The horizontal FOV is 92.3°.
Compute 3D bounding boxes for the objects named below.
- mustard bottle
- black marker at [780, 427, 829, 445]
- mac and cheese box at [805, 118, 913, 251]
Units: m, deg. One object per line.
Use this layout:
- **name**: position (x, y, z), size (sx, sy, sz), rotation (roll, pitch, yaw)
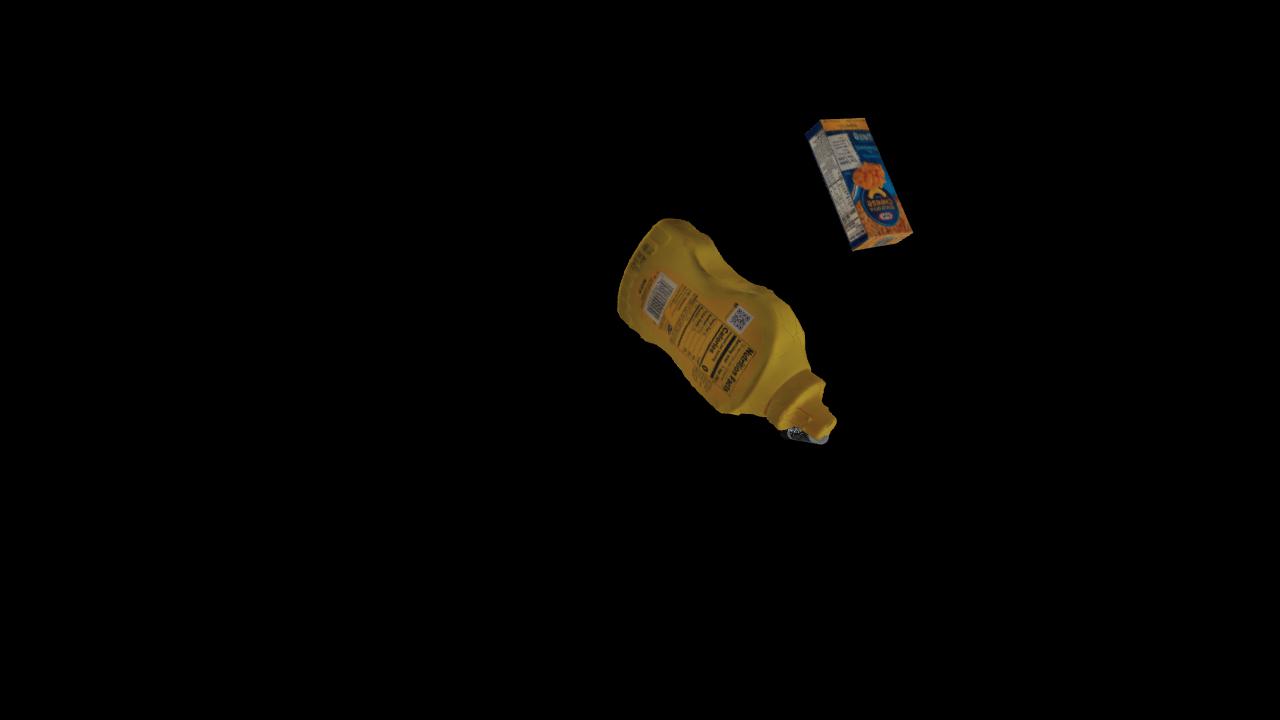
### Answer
- **mustard bottle**: position (0.061, -0.013, 0.422), size (0.054, 0.092, 0.184), rotation (-4, 42, -48)
- **black marker**: position (0.198, 0.090, 0.751), size (0.020, 0.020, 0.121), rotation (0, -5, -5)
- **mac and cheese box**: position (0.304, -0.247, 0.857), size (0.093, 0.184, 0.041), rotation (-13, -12, -29)
